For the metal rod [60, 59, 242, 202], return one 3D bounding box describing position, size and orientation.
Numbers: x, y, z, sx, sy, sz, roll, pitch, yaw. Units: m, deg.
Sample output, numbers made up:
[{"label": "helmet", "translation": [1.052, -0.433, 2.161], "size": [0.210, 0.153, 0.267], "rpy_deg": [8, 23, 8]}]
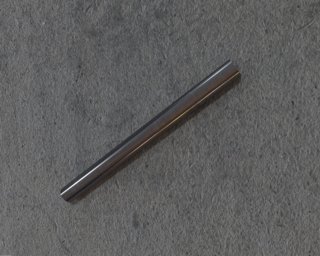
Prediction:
[{"label": "metal rod", "translation": [-0.023, 0.013, 0.419], "size": [0.300, 0.025, 0.025], "rpy_deg": [-37, 78, 16]}]
